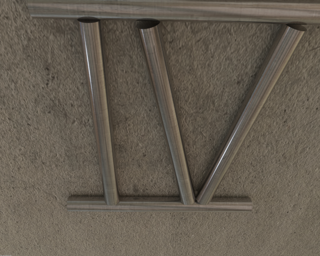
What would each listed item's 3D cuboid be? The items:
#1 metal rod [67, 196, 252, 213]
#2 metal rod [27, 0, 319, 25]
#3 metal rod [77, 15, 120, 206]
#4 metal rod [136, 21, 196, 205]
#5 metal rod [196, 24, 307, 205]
[{"bbox_3d":[0.000,0.127,0.516,0.302,0.025,0.025,1,130,-2],"label":"metal rod"},{"bbox_3d":[0.026,-0.119,0.308,0.302,0.025,0.025,1,130,-2],"label":"metal rod"},{"bbox_3d":[-0.074,0.003,0.409,0.025,0.025,0.298,1,130,-1],"label":"metal rod"},{"bbox_3d":[0.017,0.005,0.412,0.025,0.025,0.298,-9,130,7],"label":"metal rod"},{"bbox_3d":[0.105,0.005,0.413,0.025,0.025,0.298,10,129,-9],"label":"metal rod"}]
